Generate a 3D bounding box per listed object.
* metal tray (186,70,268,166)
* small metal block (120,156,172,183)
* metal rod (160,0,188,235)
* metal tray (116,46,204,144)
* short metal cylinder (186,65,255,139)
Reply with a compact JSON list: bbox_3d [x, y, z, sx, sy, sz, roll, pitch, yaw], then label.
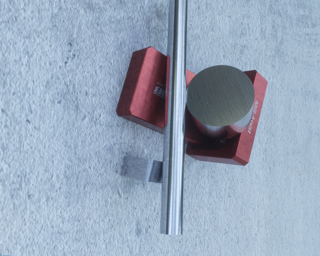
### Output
[{"bbox_3d":[0.095,-0.015,0.446,0.030,0.090,0.130,29,72,-37],"label":"metal tray"},{"bbox_3d":[-0.012,0.052,0.381,0.050,0.050,0.025,16,80,-39],"label":"small metal block"},{"bbox_3d":[0.019,-0.030,0.373,0.025,0.025,0.299,14,72,-40],"label":"metal rod"},{"bbox_3d":[0.013,-0.039,0.415,0.131,0.030,0.090,23,75,-38],"label":"metal tray"},{"bbox_3d":[0.076,-0.031,0.388,0.050,0.080,0.080,54,51,-66],"label":"short metal cylinder"}]
